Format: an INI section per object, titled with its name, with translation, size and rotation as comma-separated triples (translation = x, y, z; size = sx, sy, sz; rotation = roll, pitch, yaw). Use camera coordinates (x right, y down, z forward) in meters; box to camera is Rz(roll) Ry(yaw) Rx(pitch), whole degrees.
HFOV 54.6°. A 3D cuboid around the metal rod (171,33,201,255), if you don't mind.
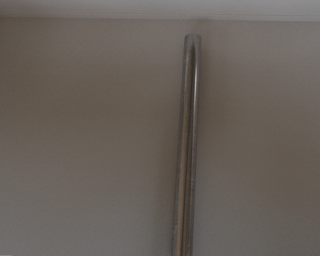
[metal rod]
translation = 0.037, 0.008, 0.406
size = 0.025, 0.025, 0.299
rotation = 4, 70, 2
